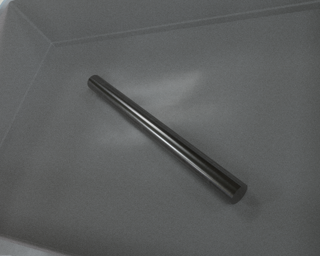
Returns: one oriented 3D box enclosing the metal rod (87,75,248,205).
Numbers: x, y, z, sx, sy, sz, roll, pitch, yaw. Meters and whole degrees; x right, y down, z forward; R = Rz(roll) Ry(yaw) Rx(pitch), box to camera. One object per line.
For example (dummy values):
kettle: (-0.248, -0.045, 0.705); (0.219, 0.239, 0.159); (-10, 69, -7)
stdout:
metal rod: (-0.012, -0.003, 0.410); (0.025, 0.025, 0.300); (-48, 52, -6)
